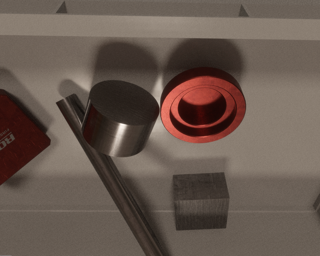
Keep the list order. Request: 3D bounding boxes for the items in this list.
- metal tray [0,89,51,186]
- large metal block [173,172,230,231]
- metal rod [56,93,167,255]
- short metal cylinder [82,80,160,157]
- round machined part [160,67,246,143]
[{"bbox_3d":[-0.215,0.026,0.378,0.130,0.030,0.090,-42,127,-13],"label":"metal tray"},{"bbox_3d":[0.064,0.118,0.494,0.080,0.050,0.079,-3,130,2],"label":"large metal block"},{"bbox_3d":[-0.049,0.093,0.410,0.025,0.025,0.299,-24,103,18],"label":"metal rod"},{"bbox_3d":[-0.046,-0.012,0.362,0.081,0.080,0.050,14,129,-12],"label":"short metal cylinder"},{"bbox_3d":[0.050,-0.031,0.372,0.099,0.042,0.097,-1,130,0],"label":"round machined part"}]
